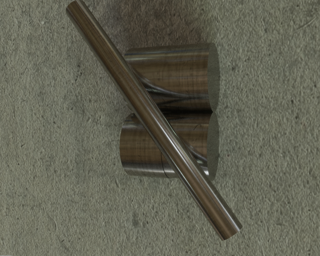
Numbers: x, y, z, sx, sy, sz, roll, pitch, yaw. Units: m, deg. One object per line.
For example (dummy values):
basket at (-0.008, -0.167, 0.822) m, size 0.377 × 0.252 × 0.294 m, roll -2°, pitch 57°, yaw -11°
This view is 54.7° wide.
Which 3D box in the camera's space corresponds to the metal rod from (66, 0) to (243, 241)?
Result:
metal rod at (-0.014, -0.018, 0.330) m, size 0.025 × 0.025 × 0.299 m, roll -38°, pitch 78°, yaw 16°

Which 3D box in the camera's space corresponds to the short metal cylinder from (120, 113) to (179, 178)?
short metal cylinder at (-0.009, 0.021, 0.384) m, size 0.050 × 0.080 × 0.079 m, roll 1°, pitch 90°, yaw 20°

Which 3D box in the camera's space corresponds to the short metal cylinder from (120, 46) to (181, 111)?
short metal cylinder at (-0.008, -0.060, 0.384) m, size 0.050 × 0.080 × 0.079 m, roll 1°, pitch 90°, yaw 20°

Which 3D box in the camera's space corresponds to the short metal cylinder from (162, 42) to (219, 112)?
short metal cylinder at (0.039, -0.059, 0.367) m, size 0.050 × 0.080 × 0.079 m, roll 1°, pitch 90°, yaw 20°

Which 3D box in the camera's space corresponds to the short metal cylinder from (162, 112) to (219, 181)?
short metal cylinder at (0.039, 0.021, 0.367) m, size 0.050 × 0.080 × 0.079 m, roll 1°, pitch 90°, yaw 20°
